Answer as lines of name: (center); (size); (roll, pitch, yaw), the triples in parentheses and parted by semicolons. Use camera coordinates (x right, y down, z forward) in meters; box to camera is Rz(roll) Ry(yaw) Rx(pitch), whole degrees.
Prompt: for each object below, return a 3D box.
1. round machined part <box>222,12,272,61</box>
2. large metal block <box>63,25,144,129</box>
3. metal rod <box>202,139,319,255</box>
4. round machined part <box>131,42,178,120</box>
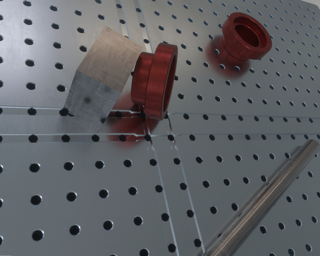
round machined part: (0.158, -0.167, 0.584); (0.099, 0.042, 0.098); (14, 56, -21)
large metal block: (-0.069, -0.059, 0.372); (0.050, 0.080, 0.080); (27, 52, -11)
metal rod: (0.158, 0.091, 0.437); (0.302, 0.025, 0.025); (-31, 79, -38)
round machined part: (-0.008, -0.061, 0.400); (0.042, 0.097, 0.098); (12, 54, 6)
